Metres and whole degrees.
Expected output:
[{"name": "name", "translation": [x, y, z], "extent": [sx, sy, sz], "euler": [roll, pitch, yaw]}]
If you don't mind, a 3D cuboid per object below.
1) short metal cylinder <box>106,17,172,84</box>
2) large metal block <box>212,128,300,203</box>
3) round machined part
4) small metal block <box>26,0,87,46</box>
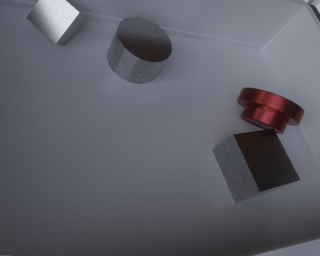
[{"name": "short metal cylinder", "translation": [-0.030, -0.110, 0.442], "extent": [0.081, 0.050, 0.080], "euler": [14, 56, -21]}, {"name": "large metal block", "translation": [0.133, 0.051, 0.432], "extent": [0.081, 0.050, 0.080], "euler": [-7, 65, -31]}, {"name": "round machined part", "translation": [0.164, -0.023, 0.476], "extent": [0.099, 0.098, 0.042], "euler": [24, 90, -14]}, {"name": "small metal block", "translation": [-0.134, -0.144, 0.403], "extent": [0.050, 0.050, 0.025], "euler": [41, 10, -1]}]
